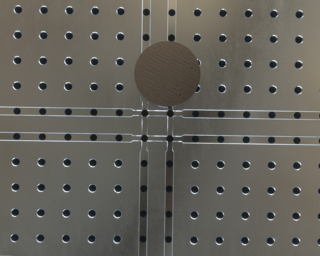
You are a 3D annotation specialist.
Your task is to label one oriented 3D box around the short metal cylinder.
[{"bbox_3d":[0.009,-0.066,0.401,0.080,0.050,0.080,0,90,0],"label":"short metal cylinder"}]
